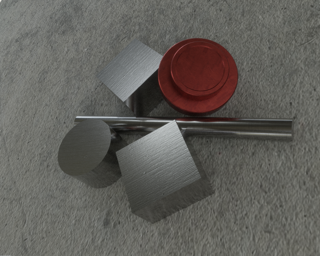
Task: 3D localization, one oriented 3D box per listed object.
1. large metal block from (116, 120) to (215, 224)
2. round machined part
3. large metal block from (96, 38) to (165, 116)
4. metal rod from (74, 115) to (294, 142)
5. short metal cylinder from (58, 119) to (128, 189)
[{"bbox_3d":[0.005,0.051,0.355,0.080,0.050,0.080,-29,52,9],"label":"large metal block"},{"bbox_3d":[0.047,-0.066,0.379,0.099,0.042,0.098,0,79,0],"label":"round machined part"},{"bbox_3d":[-0.031,-0.071,0.445,0.080,0.050,0.080,-45,51,-3],"label":"large metal block"},{"bbox_3d":[0.010,-0.003,0.402,0.300,0.025,0.025,2,63,28],"label":"metal rod"},{"bbox_3d":[-0.086,0.034,0.412,0.080,0.050,0.080,-13,56,20],"label":"short metal cylinder"}]
